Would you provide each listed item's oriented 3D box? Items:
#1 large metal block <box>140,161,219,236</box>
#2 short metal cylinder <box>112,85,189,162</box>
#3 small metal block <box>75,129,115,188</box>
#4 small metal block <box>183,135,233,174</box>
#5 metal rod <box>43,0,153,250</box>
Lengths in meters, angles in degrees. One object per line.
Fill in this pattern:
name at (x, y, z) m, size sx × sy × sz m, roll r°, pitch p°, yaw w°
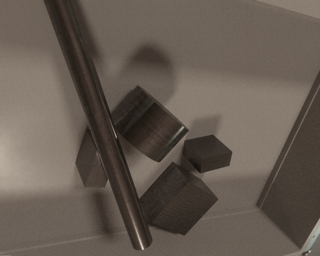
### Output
large metal block at (0.029, 0.110, 0.479) m, size 0.080 × 0.050 × 0.080 m, roll -49°, pitch 129°, yaw 6°
short metal cylinder at (-0.012, -0.005, 0.364) m, size 0.050 × 0.080 × 0.080 m, roll -48°, pitch 129°, yaw 5°
small metal block at (-0.078, 0.036, 0.373) m, size 0.025 × 0.050 × 0.050 m, roll 9°, pitch 114°, yaw -33°
small metal block at (0.069, 0.037, 0.455) m, size 0.050 × 0.050 × 0.025 m, roll -10°, pitch 123°, yaw -23°
metal rod at (-0.059, 0.003, 0.325) m, size 0.025 × 0.025 × 0.298 m, roll -21°, pitch 110°, yaw -16°
